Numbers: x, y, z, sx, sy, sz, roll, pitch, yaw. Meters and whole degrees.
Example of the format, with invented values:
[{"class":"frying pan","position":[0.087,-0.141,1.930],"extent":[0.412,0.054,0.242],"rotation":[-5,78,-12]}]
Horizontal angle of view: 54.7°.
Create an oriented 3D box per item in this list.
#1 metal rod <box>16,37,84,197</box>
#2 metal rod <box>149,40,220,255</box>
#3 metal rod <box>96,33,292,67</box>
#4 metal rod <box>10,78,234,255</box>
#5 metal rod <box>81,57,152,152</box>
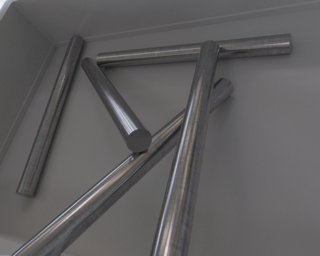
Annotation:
[{"class":"metal rod","position":[-0.177,-0.034,0.519],"extent":[0.025,0.025,0.300],"rotation":[-6,59,25]},{"class":"metal rod","position":[0.035,-0.006,0.305],"extent":[0.025,0.025,0.301],"rotation":[-9,39,24]},{"class":"metal rod","position":[0.031,-0.110,0.457],"extent":[0.300,0.025,0.025],"rotation":[2,63,29]},{"class":"metal rod","position":[-0.012,0.027,0.312],"extent":[0.025,0.025,0.302],"rotation":[21,46,36]},{"class":"metal rod","position":[-0.072,-0.050,0.416],"extent":[0.025,0.025,0.300],"rotation":[-41,33,0]}]
